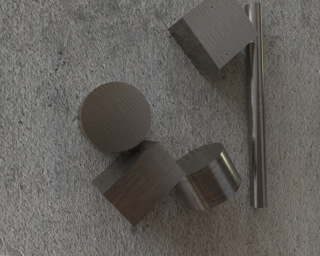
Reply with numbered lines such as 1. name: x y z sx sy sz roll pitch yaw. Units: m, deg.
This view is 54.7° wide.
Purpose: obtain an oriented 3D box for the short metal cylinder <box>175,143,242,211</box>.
1. short metal cylinder: 0.057 0.062 0.401 0.080 0.080 0.050 -33 101 -17

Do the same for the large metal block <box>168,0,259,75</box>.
1. large metal block: 0.072 -0.132 0.422 0.080 0.050 0.080 -42 104 -15

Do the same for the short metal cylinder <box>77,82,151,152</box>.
1. short metal cylinder: -0.057 -0.013 0.375 0.081 0.050 0.080 0 90 -20

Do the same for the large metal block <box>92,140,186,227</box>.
1. large metal block: -0.028 0.060 0.370 0.080 0.080 0.050 -43 104 -15

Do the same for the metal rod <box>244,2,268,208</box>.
1. metal rod: 0.143 -0.033 0.462 0.025 0.025 0.298 -2 91 -20
